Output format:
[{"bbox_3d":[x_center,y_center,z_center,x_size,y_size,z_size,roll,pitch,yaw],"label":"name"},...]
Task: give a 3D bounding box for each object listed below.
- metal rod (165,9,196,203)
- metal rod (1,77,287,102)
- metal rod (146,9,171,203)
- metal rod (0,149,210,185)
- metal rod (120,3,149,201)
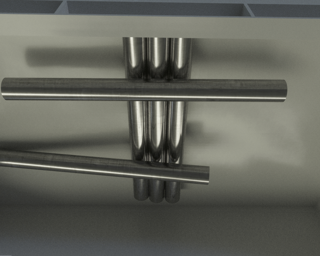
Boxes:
[{"bbox_3d":[0.022,-0.001,0.406,0.025,0.025,0.298,0,130,-1],"label":"metal rod"},{"bbox_3d":[-0.016,-0.042,0.339,0.302,0.025,0.025,0,130,-1],"label":"metal rod"},{"bbox_3d":[-0.004,-0.002,0.406,0.025,0.025,0.298,0,130,-1],"label":"metal rod"},{"bbox_3d":[-0.085,0.053,0.428,0.302,0.025,0.025,4,130,5],"label":"metal rod"},{"bbox_3d":[-0.028,-0.006,0.403,0.025,0.025,0.298,0,130,-1],"label":"metal rod"}]
